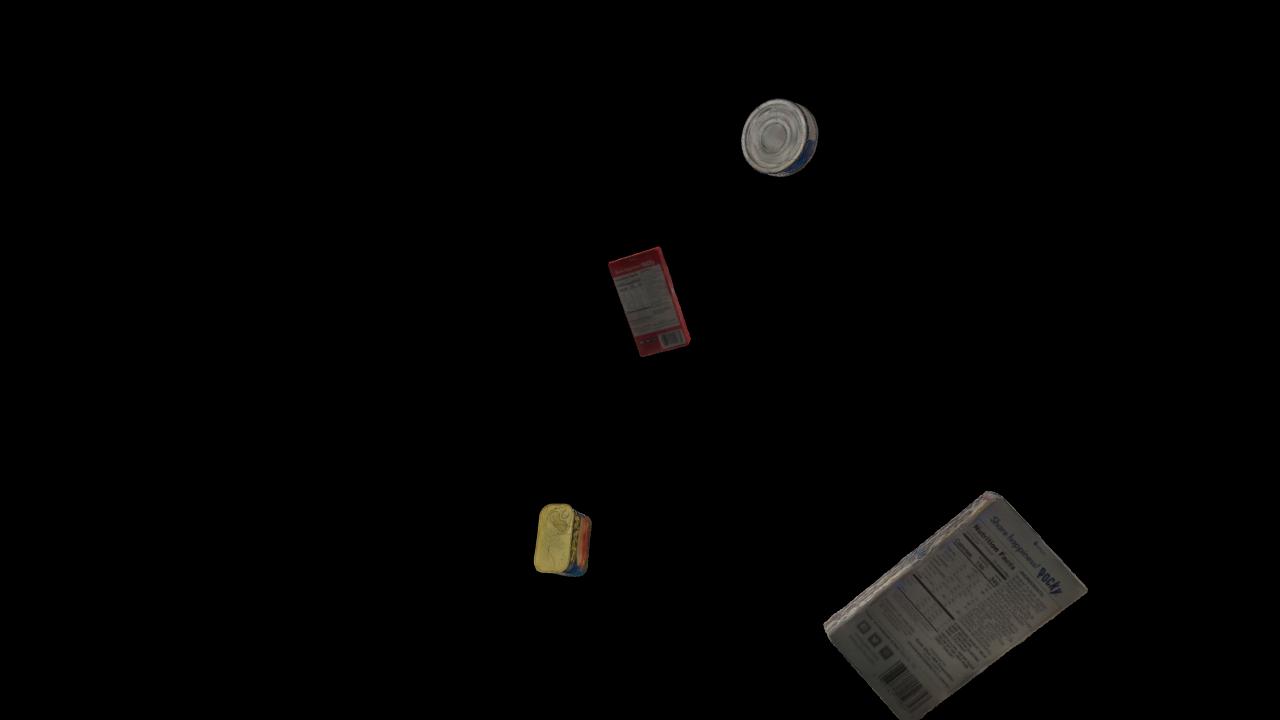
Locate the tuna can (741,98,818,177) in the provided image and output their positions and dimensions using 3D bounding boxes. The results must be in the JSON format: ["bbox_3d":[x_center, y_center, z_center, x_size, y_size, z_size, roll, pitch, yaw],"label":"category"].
[{"bbox_3d":[0.160,-0.257,0.714,0.084,0.084,0.034,0,9,36],"label":"tuna can"}]

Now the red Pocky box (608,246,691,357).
[{"bbox_3d":[0.016,-0.087,0.929,0.083,0.155,0.028,-14,16,20],"label":"red Pocky box"}]

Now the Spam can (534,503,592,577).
[{"bbox_3d":[-0.116,0.281,0.951,0.058,0.101,0.085,-3,-25,17],"label":"Spam can"}]

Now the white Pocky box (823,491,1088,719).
[{"bbox_3d":[0.214,0.172,0.426,0.154,0.084,0.028,-42,-6,6],"label":"white Pocky box"}]
